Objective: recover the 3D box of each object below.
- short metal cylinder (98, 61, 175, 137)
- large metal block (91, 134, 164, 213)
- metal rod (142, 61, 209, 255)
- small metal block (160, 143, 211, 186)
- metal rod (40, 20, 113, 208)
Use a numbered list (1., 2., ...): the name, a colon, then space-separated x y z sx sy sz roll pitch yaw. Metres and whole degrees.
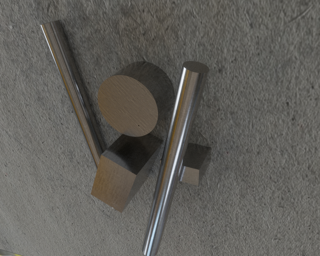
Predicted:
1. short metal cylinder: -0.028 -0.036 0.382 0.080 0.050 0.079 13 124 20
2. large metal block: -0.045 0.054 0.427 0.050 0.080 0.079 29 128 9
3. metal rod: 0.009 0.062 0.374 0.025 0.025 0.298 22 127 14
4. small metal block: 0.034 0.043 0.398 0.050 0.050 0.025 12 123 21
5. metal rod: -0.106 -0.004 0.457 0.025 0.025 0.298 -1 118 28
